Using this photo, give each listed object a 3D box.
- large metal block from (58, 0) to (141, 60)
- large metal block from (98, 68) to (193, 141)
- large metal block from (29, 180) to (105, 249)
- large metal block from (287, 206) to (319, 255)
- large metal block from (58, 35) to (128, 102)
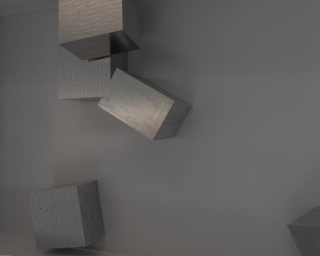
[{"bbox_3d":[-0.072,-0.135,0.372,0.080,0.050,0.080,-7,78,17],"label":"large metal block"},{"bbox_3d":[-0.015,-0.028,0.387,0.080,0.080,0.050,32,101,17],"label":"large metal block"},{"bbox_3d":[-0.132,0.123,0.444,0.080,0.050,0.080,-11,86,19],"label":"large metal block"},{"bbox_3d":[0.189,0.124,0.307,0.050,0.080,0.080,-21,81,-21],"label":"large metal block"},{"bbox_3d":[-0.092,-0.080,0.430,0.080,0.050,0.080,-1,90,20],"label":"large metal block"}]
